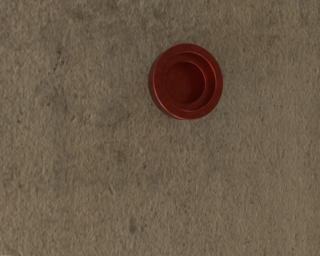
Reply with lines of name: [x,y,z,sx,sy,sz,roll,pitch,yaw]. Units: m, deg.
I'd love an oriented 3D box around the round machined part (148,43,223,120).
round machined part: [0.031,-0.059,0.412,0.099,0.042,0.097,0,90,-21]
